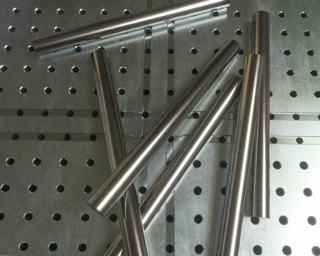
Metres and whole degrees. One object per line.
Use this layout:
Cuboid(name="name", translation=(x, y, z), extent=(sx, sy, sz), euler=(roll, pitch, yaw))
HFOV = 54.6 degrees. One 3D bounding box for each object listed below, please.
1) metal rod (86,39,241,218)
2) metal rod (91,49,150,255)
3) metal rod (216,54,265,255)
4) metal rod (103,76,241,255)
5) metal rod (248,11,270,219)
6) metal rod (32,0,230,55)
Cuboid(name="metal rod", translation=(0.020, -0.017, 0.389), extent=(0.025, 0.025, 0.301), euler=(34, 63, 12))
Cuboid(name="metal rod", translation=(-0.053, 0.025, 0.385), extent=(0.025, 0.025, 0.299), euler=(-13, 64, -5))
Cuboid(name="metal rod", translation=(0.099, 0.046, 0.383), extent=(0.025, 0.025, 0.299), euler=(11, 75, 4))
Cuboid(name="metal rod", translation=(0.023, 0.050, 0.393), extent=(0.025, 0.025, 0.300), euler=(34, 73, 11))
Cuboid(name="metal rod", translation=(0.137, -0.031, 0.423), extent=(0.025, 0.025, 0.299), euler=(6, 70, 2))
Cuboid(name="metal rod", translation=(-0.039, -0.161, 0.470), extent=(0.302, 0.025, 0.025), euler=(-16, 71, -6))
